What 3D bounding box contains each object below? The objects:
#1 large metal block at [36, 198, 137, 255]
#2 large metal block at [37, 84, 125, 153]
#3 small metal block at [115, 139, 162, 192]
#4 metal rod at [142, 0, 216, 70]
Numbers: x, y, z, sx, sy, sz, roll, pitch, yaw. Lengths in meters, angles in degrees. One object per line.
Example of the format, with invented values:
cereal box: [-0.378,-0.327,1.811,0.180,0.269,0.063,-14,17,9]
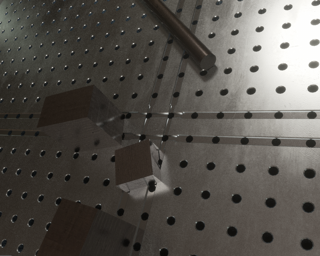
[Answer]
large metal block: [-0.078,0.130,0.333,0.050,0.080,0.080,7,65,31]
large metal block: [-0.106,-0.009,0.433,0.080,0.080,0.050,-10,58,22]
small metal block: [-0.028,0.048,0.392,0.050,0.025,0.050,-19,54,16]
metal rod: [0.006,-0.192,0.521,0.025,0.025,0.300,-35,51,5]
